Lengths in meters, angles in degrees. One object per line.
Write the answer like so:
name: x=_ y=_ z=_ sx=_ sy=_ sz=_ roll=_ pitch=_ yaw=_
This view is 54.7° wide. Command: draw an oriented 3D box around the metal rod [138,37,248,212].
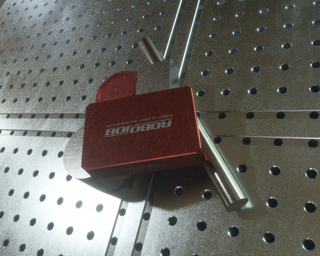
metal rod: x=0.028 y=-0.028 z=0.406 sx=0.025 sy=0.025 sz=0.300 roll=-31 pitch=52 yaw=8

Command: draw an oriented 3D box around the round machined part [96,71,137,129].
round machined part: x=-0.052 y=-0.043 z=0.445 sx=0.098 sy=0.042 sz=0.098 roll=-14 pitch=56 yaw=22

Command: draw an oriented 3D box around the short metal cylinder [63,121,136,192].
short metal cylinder: x=-0.077 y=0.037 z=0.405 sx=0.080 sy=0.050 sz=0.080 roll=-13 pitch=56 yaw=21

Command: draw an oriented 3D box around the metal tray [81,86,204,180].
metal tray: x=-0.021 y=0.005 z=0.359 sx=0.131 sy=0.030 sz=0.090 roll=-9 pitch=57 yaw=8

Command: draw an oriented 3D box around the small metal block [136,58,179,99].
small metal block: x=-0.003 y=-0.059 z=0.411 sx=0.050 sy=0.025 sz=0.050 roll=-12 pitch=59 yaw=27
